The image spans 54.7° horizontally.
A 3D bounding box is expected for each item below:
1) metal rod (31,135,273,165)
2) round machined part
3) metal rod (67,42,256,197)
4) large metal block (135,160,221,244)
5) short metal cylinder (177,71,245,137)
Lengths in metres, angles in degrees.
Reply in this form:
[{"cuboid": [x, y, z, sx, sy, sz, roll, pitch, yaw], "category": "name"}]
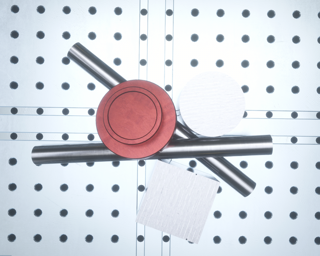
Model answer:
[{"cuboid": [-0.015, 0.028, 0.395, 0.302, 0.025, 0.025, -3, 90, 7], "category": "metal rod"}, {"cuboid": [-0.029, -0.011, 0.371, 0.099, 0.042, 0.097, -1, 81, 5], "category": "round machined part"}, {"cuboid": [0.003, -0.011, 0.414, 0.300, 0.025, 0.025, 38, 90, -1], "category": "metal rod"}, {"cuboid": [0.022, 0.089, 0.399, 0.080, 0.050, 0.080, 20, 90, -1], "category": "large metal block"}, {"cuboid": [0.064, -0.029, 0.401, 0.081, 0.050, 0.079, 0, 90, -1], "category": "short metal cylinder"}]
